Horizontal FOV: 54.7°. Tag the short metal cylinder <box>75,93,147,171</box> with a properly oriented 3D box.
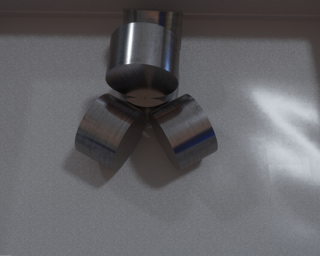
[{"bbox_3d":[-0.058,0.005,0.376,0.050,0.080,0.080,28,72,10],"label":"short metal cylinder"}]

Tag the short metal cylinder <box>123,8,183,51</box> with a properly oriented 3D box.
[{"bbox_3d":[-0.010,-0.134,0.421,0.080,0.080,0.050,4,113,1],"label":"short metal cylinder"}]

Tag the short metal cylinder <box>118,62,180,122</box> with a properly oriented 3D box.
[{"bbox_3d":[-0.015,-0.055,0.413,0.081,0.050,0.080,0,70,0],"label":"short metal cylinder"}]

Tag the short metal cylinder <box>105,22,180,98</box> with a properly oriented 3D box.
[{"bbox_3d":[-0.018,-0.074,0.352,0.080,0.080,0.050,3,70,1],"label":"short metal cylinder"}]

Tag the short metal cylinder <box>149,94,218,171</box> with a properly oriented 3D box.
[{"bbox_3d":[0.027,0.005,0.377,0.050,0.080,0.080,-27,73,-9],"label":"short metal cylinder"}]
